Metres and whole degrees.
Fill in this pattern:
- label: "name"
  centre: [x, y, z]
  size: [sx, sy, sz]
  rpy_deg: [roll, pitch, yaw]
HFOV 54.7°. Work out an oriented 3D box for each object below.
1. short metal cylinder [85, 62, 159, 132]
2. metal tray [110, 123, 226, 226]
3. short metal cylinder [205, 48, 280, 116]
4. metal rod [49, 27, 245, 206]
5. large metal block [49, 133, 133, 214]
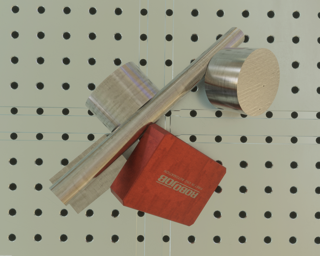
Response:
- label: "short metal cylinder"
  centre: [-0.045, -0.036, 0.385]
  size: [0.080, 0.080, 0.050]
  rpy_deg: [-43, 91, 0]
- label: "metal tray"
  centre: [0.016, 0.061, 0.371]
  size: [0.130, 0.030, 0.090]
  rpy_deg: [32, 90, -42]
- label: "short metal cylinder"
  centre: [0.102, -0.058, 0.382]
  size: [0.081, 0.050, 0.079]
  rpy_deg: [-11, 109, -35]
- label: "metal rod"
  centre: [0.001, -0.028, 0.360]
  size: [0.025, 0.025, 0.301]
  rpy_deg: [47, 68, 0]
- label: "large metal block"
  centre: [-0.076, 0.051, 0.384]
  size: [0.080, 0.080, 0.050]
  rpy_deg: [-39, 90, 0]
